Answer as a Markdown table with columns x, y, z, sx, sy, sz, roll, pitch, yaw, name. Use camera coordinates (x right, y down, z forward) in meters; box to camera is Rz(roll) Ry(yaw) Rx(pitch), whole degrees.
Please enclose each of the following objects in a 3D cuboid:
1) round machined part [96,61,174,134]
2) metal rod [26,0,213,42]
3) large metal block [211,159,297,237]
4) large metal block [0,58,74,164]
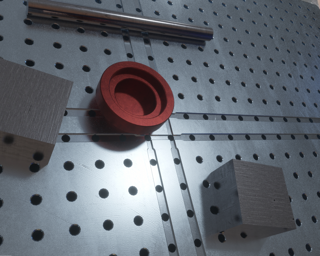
| x | y | z | sx | sy | sz | roll | pitch | yaw | name |
| --- | --- | --- | --- | --- | --- | --- | --- | --- | --- |
| -0.034 | -0.035 | 0.400 | 0.099 | 0.042 | 0.098 | 14 | 56 | -21 | round machined part |
| -0.044 | -0.166 | 0.485 | 0.303 | 0.025 | 0.025 | -1 | 62 | -29 | metal rod |
| 0.118 | 0.092 | 0.399 | 0.081 | 0.050 | 0.080 | 12 | 57 | -22 | large metal block |
| -0.144 | -0.017 | 0.325 | 0.081 | 0.050 | 0.080 | 17 | 55 | -19 | large metal block |
